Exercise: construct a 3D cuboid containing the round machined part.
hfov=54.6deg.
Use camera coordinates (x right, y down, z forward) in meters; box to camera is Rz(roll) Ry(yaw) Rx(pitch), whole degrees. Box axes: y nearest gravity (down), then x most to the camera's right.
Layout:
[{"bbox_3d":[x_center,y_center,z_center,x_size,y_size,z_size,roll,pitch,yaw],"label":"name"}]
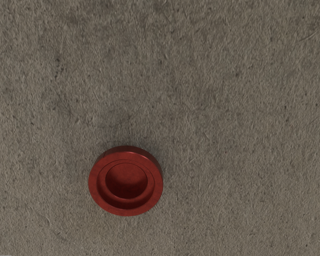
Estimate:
[{"bbox_3d":[-0.045,0.068,0.425,0.099,0.042,0.097,0,110,0],"label":"round machined part"}]
